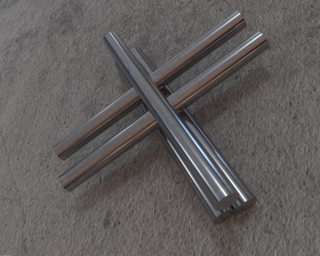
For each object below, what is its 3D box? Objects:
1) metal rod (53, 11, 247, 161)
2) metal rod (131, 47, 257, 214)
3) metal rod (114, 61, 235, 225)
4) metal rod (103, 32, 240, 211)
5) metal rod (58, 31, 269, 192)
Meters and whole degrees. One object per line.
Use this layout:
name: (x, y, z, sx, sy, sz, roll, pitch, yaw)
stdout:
metal rod: (-0.016, -0.054, 0.413, 0.300, 0.025, 0.025, -36, 51, 3)
metal rod: (0.023, -0.020, 0.404, 0.025, 0.025, 0.300, -36, 51, 4)
metal rod: (0.002, -0.008, 0.408, 0.025, 0.025, 0.300, -36, 51, 4)
metal rod: (-0.006, -0.033, 0.363, 0.025, 0.025, 0.300, -37, 51, 3)
metal rod: (0.002, -0.018, 0.382, 0.300, 0.025, 0.025, -36, 51, 3)
